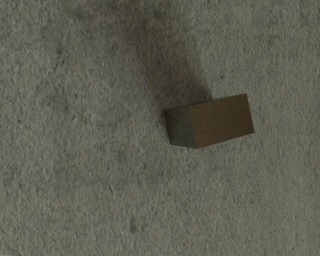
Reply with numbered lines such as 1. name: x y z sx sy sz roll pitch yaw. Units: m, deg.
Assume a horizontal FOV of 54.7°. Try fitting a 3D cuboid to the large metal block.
1. large metal block: 0.061 -0.010 0.403 0.081 0.080 0.050 -14 95 -20
